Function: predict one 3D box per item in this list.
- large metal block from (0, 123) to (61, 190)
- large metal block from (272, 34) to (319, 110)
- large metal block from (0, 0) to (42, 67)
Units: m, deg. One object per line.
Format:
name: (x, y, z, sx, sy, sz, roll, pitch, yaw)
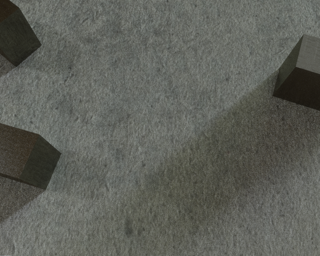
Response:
large metal block: (-0.175, 0.032, 0.365, 0.080, 0.080, 0.050, 16, 71, 5)
large metal block: (0.206, -0.068, 0.406, 0.080, 0.080, 0.050, 19, 71, 6)
large metal block: (-0.224, -0.144, 0.429, 0.080, 0.080, 0.050, 38, 74, 12)
